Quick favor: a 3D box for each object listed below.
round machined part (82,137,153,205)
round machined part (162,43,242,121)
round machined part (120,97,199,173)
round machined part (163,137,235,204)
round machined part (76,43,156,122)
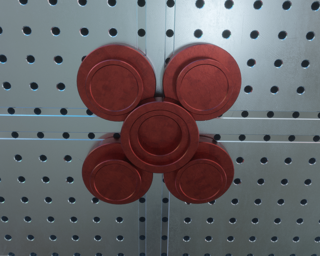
[{"bbox_3d":[-0.059,0.065,0.428,0.099,0.042,0.097,0,110,-1],"label":"round machined part"},{"bbox_3d":[0.052,-0.054,0.384,0.099,0.042,0.097,0,110,-1],"label":"round machined part"},{"bbox_3d":[0.000,0.006,0.405,0.099,0.042,0.097,0,110,-1],"label":"round machined part"},{"bbox_3d":[0.054,0.064,0.428,0.099,0.042,0.097,0,110,-1],"label":"round machined part"},{"bbox_3d":[-0.054,-0.053,0.383,0.099,0.042,0.097,0,110,-1],"label":"round machined part"}]
